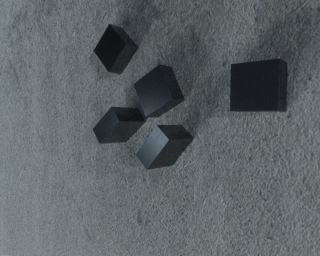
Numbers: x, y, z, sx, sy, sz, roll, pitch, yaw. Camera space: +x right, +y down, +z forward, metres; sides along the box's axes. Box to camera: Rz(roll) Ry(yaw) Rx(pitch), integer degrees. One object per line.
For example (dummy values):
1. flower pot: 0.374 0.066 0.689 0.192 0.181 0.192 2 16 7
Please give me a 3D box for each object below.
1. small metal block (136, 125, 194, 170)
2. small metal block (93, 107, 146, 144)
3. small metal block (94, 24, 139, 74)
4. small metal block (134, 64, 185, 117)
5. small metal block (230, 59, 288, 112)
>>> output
1. small metal block: 0.006 0.023 0.383 0.025 0.050 0.050 50 119 28
2. small metal block: -0.057 -0.004 0.436 0.050 0.050 0.025 -45 63 31
3. small metal block: -0.066 -0.117 0.460 0.050 0.025 0.050 -51 60 28
4. small metal block: -0.002 -0.047 0.407 0.050 0.025 0.050 -31 71 35
5. small metal block: 0.102 -0.042 0.321 0.050 0.025 0.050 2 91 40
